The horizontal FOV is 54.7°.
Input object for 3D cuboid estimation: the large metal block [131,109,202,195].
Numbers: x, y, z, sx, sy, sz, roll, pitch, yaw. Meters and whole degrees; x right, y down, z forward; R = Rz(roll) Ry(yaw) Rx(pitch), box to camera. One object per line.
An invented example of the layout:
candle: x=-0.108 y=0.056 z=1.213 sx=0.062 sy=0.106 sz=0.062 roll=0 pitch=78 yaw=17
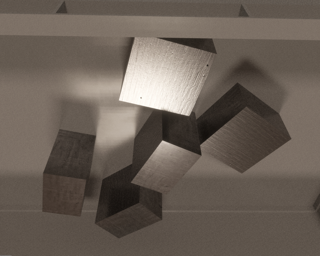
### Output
large metal block: x=0.005 y=0.023 z=0.393 sx=0.050 sy=0.080 sz=0.080 roll=23 pitch=126 yaw=-18

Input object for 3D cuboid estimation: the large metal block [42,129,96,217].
large metal block: x=-0.123 y=0.061 z=0.423 sx=0.050 sy=0.080 sz=0.079 roll=11 pitch=129 yaw=-10

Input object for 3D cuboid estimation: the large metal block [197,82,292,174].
large metal block: x=0.102 y=0.003 z=0.397 sx=0.080 sy=0.050 sz=0.080 roll=31 pitch=124 yaw=-24

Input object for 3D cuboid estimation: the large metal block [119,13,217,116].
large metal block: x=0.005 y=-0.067 z=0.336 sx=0.081 sy=0.050 sz=0.079 roll=12 pitch=129 yaw=-11

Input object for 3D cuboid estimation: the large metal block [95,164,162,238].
large metal block: x=-0.044 y=0.105 z=0.462 sx=0.080 sy=0.080 sz=0.050 roll=-30 pitch=124 yaw=22
